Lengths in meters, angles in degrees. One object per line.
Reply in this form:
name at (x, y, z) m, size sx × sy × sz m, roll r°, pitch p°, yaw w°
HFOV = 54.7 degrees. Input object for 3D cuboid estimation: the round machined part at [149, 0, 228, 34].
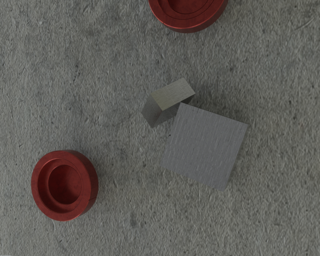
round machined part at (0.038, -0.166, 0.386) m, size 0.098 × 0.042 × 0.097 m, roll 0°, pitch 90°, yaw 19°

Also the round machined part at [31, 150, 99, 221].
round machined part at (-0.131, 0.080, 0.445) m, size 0.098 × 0.042 × 0.097 m, roll 0°, pitch 90°, yaw 19°

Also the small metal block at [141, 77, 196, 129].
small metal block at (0.009, -0.030, 0.381) m, size 0.050 × 0.050 × 0.025 m, roll -29°, pitch 77°, yaw -26°

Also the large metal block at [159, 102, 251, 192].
large metal block at (0.056, 0.020, 0.376) m, size 0.080 × 0.050 × 0.080 m, roll 20°, pitch 97°, yaw 18°
